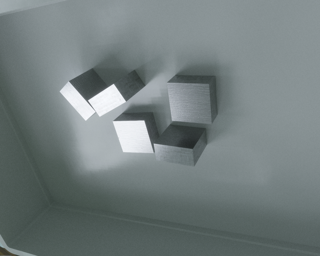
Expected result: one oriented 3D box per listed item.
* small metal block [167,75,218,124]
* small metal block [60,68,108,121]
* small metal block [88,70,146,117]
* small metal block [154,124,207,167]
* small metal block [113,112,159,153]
[{"bbox_3d":[0.039,-0.034,0.367,0.050,0.025,0.050,6,121,25],"label":"small metal block"},{"bbox_3d":[-0.095,-0.046,0.414,0.025,0.050,0.050,-35,99,38],"label":"small metal block"},{"bbox_3d":[-0.054,-0.044,0.394,0.050,0.050,0.025,-24,105,37],"label":"small metal block"},{"bbox_3d":[0.027,0.020,0.391,0.050,0.050,0.025,7,121,25],"label":"small metal block"},{"bbox_3d":[-0.031,0.006,0.429,0.050,0.025,0.050,-1,118,28],"label":"small metal block"}]
